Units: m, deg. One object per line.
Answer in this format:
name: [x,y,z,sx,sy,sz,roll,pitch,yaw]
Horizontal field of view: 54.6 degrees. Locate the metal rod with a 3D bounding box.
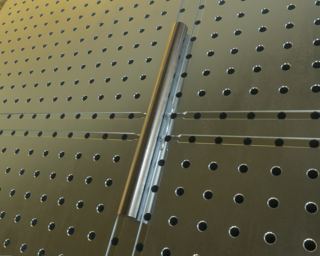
metal rod: [-0.004,-0.027,0.428,0.025,0.025,0.300,1,62,28]
